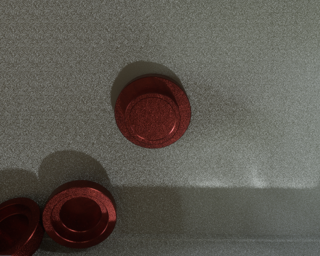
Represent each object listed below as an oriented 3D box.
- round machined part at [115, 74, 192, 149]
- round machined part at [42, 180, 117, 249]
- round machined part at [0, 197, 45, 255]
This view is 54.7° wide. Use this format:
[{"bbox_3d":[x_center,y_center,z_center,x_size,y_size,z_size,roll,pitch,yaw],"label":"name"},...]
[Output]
[{"bbox_3d":[-0.009,-0.018,0.396,0.099,0.042,0.097,0,110,0],"label":"round machined part"},{"bbox_3d":[-0.111,0.117,0.440,0.099,0.042,0.097,-3,108,-8],"label":"round machined part"},{"bbox_3d":[-0.204,0.149,0.430,0.098,0.098,0.042,-14,131,5],"label":"round machined part"}]
